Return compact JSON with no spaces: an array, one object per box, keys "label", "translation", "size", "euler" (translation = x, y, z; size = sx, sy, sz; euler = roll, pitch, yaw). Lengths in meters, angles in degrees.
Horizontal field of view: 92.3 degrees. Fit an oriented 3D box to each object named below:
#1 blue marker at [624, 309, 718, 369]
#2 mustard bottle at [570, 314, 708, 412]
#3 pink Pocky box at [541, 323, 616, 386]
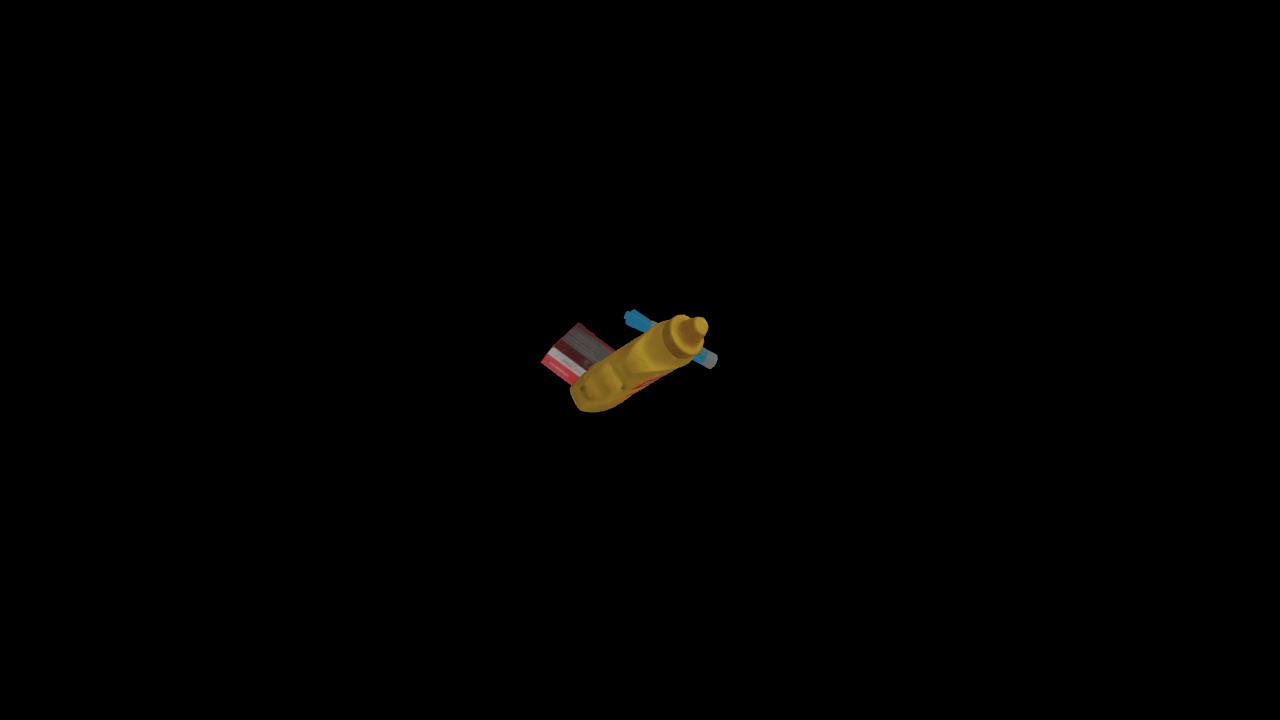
[{"label":"blue marker","translation":[0.034,-0.023,0.680],"size":[0.121,0.020,0.020],"euler":[27,-12,-24]},{"label":"mustard bottle","translation":[0.006,-0.001,0.640],"size":[0.092,0.054,0.184],"euler":[-16,-11,-42]},{"label":"pink Pocky box","translation":[-0.063,0.001,0.751],"size":[0.084,0.029,0.155],"euler":[38,13,-4]}]
